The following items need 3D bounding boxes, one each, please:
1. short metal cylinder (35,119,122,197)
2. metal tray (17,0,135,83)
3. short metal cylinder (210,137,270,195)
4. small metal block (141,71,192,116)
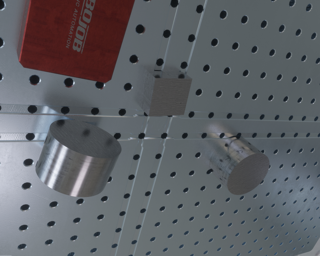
[{"bbox_3d":[-0.090,0.032,0.346,0.081,0.080,0.050,13,112,-34],"label":"short metal cylinder"},{"bbox_3d":[-0.076,-0.115,0.295,0.091,0.030,0.129,7,115,-32],"label":"metal tray"},{"bbox_3d":[0.129,0.061,0.503,0.081,0.050,0.079,-14,124,-21],"label":"short metal cylinder"},{"bbox_3d":[0.008,-0.043,0.389,0.050,0.025,0.050,-3,120,-27],"label":"small metal block"}]
